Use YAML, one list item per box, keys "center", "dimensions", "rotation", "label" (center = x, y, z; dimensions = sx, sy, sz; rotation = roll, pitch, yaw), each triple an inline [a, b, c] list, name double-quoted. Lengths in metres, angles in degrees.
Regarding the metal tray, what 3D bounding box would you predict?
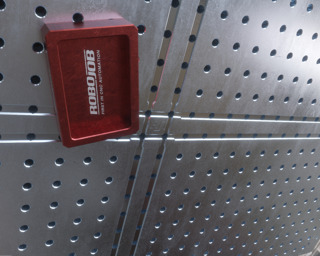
- center: [-0.070, -0.047, 0.339]
  dimensions: [0.091, 0.030, 0.129]
  rotation: [-12, 124, -22]
  label: "metal tray"
